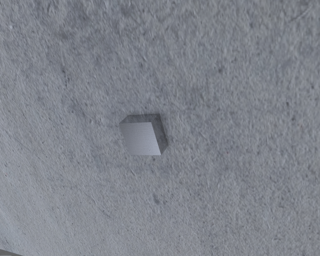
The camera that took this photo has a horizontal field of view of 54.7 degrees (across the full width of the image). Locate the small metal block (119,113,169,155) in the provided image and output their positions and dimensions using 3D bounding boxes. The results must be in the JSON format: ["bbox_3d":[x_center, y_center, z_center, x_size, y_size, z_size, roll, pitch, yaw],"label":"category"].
[{"bbox_3d":[-0.022,0.009,0.422,0.050,0.025,0.050,-2,118,29],"label":"small metal block"}]
